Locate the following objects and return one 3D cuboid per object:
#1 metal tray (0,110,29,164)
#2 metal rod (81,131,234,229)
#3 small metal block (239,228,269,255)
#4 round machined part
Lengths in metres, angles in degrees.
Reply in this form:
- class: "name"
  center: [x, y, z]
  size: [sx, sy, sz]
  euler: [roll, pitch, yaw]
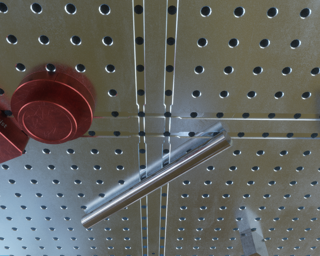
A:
- class: "metal tray"
  center: [-0.252, -0.003, 0.402]
  size: [0.090, 0.030, 0.130]
  euler: [-20, 128, 16]
- class: "metal rod"
  center: [-0.018, 0.091, 0.488]
  size: [0.299, 0.025, 0.025]
  euler: [-34, 123, 25]
- class: "small metal block"
  center: [0.181, 0.228, 0.593]
  size: [0.025, 0.050, 0.050]
  euler: [-35, 122, 25]
- class: "round machined part"
  center: [-0.134, -0.018, 0.383]
  size: [0.099, 0.042, 0.097]
  euler: [-1, 130, 0]
